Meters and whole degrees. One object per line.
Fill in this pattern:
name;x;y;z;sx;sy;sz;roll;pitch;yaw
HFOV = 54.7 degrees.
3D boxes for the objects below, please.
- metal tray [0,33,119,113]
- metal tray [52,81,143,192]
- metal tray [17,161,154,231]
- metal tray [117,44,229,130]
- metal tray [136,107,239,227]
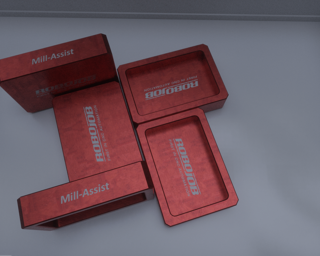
metal tray;-0.122;-0.066;0.394;0.131;0.090;0.030;-17;71;-7
metal tray;-0.079;0.011;0.399;0.091;0.030;0.130;-16;71;-6
metal tray;-0.073;0.078;0.343;0.131;0.090;0.030;-16;71;-6
metal tray;0.016;-0.057;0.426;0.131;0.030;0.090;-16;71;-6
metal tray;0.031;0.047;0.388;0.091;0.030;0.130;-16;71;-6
